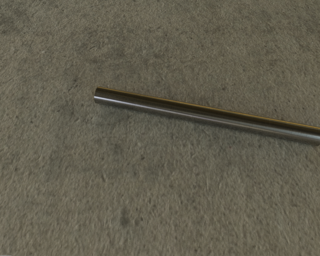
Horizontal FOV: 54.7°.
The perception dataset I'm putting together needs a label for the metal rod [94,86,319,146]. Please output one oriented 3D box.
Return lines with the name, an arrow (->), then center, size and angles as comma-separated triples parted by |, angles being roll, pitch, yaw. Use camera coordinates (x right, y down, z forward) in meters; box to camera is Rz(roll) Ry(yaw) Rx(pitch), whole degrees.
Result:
metal rod -> 0.058, -0.018, 0.418 | 0.301, 0.025, 0.025 | 11, 51, 9
